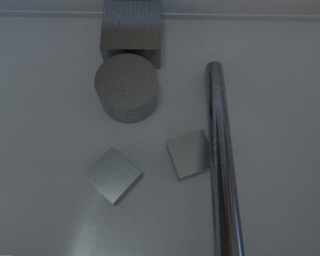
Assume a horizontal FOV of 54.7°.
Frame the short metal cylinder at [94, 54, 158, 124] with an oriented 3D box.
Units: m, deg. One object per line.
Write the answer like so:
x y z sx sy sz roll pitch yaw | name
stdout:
-0.043 -0.052 0.415 0.081 0.050 0.080 0 70 0 | short metal cylinder

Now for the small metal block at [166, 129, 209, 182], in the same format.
0.040 0.035 0.397 0.050 0.025 0.050 -18 71 -7 | small metal block

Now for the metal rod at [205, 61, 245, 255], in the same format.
0.066 0.022 0.339 0.025 0.025 0.300 5 46 1 | metal rod

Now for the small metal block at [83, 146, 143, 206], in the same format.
-0.058 0.060 0.387 0.050 0.025 0.050 40 74 13 | small metal block

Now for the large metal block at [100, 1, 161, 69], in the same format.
-0.039 -0.133 0.444 0.081 0.050 0.080 1 70 0 | large metal block
